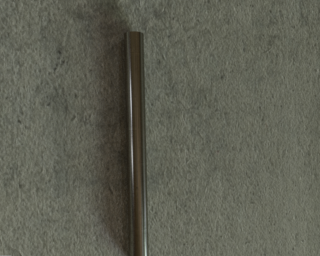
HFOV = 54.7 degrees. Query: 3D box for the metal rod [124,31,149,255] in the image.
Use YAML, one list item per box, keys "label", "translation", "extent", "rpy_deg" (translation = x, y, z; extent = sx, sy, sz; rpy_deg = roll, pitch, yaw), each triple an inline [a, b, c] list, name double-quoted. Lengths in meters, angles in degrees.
- label: "metal rod"
  translation: [-0.030, 0.029, 0.398]
  extent: [0.025, 0.025, 0.298]
  rpy_deg: [-2, 91, -20]
